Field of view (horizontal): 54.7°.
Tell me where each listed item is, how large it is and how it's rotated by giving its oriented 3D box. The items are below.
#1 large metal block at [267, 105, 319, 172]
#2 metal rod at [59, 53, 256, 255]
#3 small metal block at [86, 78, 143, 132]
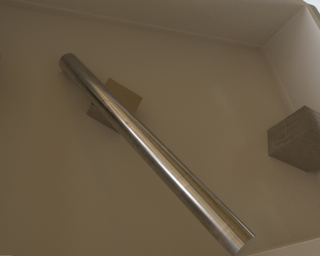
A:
[{"bbox_3d":[0.229,0.020,0.484,0.080,0.080,0.050,23,53,-15],"label":"large metal block"},{"bbox_3d":[-0.026,0.004,0.318,0.025,0.025,0.300,-19,49,-36],"label":"metal rod"},{"bbox_3d":[-0.057,-0.028,0.393,0.050,0.025,0.050,31,51,-9],"label":"small metal block"}]
